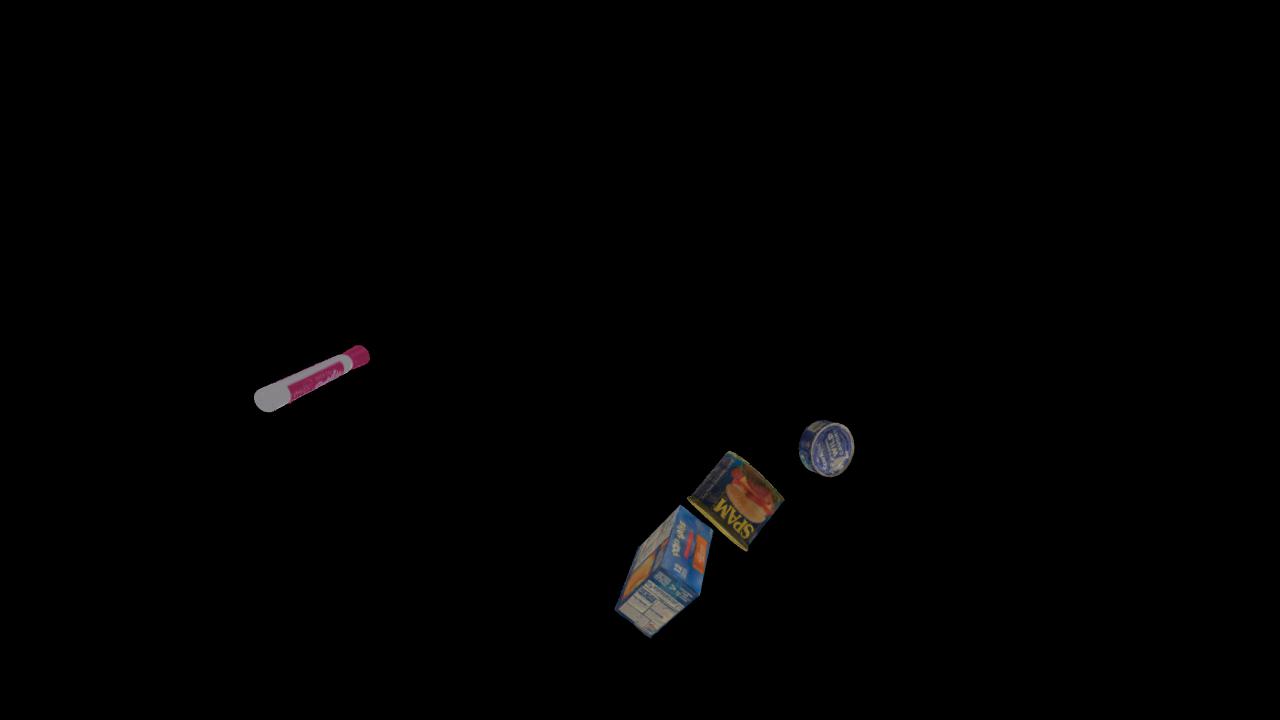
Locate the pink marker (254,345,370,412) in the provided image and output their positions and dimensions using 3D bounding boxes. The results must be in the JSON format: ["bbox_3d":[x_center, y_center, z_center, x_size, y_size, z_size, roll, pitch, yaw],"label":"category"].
[{"bbox_3d":[-0.261,0.012,0.502,0.020,0.020,0.121,0,17,11],"label":"pink marker"}]

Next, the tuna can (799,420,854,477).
[{"bbox_3d":[0.286,0.135,0.946,0.084,0.084,0.034,0,5,-25],"label":"tuna can"}]

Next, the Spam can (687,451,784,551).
[{"bbox_3d":[0.126,0.182,0.800,0.101,0.085,0.058,46,-12,-20],"label":"Spam can"}]

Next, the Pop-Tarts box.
[{"bbox_3d":[0.046,0.364,1.070,0.083,0.141,0.167,37,26,-3],"label":"Pop-Tarts box"}]
